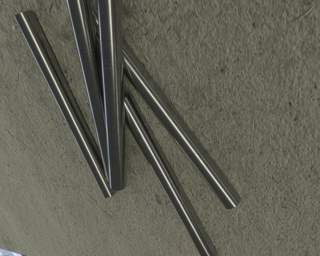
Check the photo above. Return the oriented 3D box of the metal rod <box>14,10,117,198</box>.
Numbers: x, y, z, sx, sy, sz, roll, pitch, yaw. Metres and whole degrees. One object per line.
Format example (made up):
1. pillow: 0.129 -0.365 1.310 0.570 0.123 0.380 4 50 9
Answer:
1. metal rod: -0.132 -0.021 0.463 0.025 0.025 0.299 -7 115 31

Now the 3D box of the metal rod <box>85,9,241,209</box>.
1. metal rod: 0.009 -0.017 0.391 0.025 0.025 0.300 -30 102 38

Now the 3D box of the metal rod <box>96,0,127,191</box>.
1. metal rod: -0.056 -0.041 0.377 0.025 0.025 0.298 15 125 19

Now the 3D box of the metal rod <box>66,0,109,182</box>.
1. metal rod: -0.081 -0.040 0.403 0.025 0.025 0.298 13 131 21

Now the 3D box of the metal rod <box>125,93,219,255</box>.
1. metal rod: 0.017 0.086 0.451 0.025 0.025 0.299 -16 110 34
